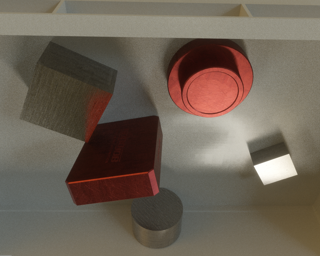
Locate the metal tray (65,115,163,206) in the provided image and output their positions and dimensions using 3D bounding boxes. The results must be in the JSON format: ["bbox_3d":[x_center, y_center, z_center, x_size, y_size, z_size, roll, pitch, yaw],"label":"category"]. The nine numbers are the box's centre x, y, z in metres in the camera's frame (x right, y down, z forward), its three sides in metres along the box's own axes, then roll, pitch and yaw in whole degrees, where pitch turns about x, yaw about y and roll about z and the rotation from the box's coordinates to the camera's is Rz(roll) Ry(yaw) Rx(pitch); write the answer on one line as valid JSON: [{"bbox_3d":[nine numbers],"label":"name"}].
[{"bbox_3d":[-0.046,0.032,0.364,0.090,0.130,0.030,-9,116,7],"label":"metal tray"}]

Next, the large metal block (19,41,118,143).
[{"bbox_3d":[-0.104,-0.039,0.358,0.080,0.050,0.080,22,127,-18],"label":"large metal block"}]

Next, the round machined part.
[{"bbox_3d":[0.058,-0.051,0.356,0.099,0.042,0.097,-1,130,0],"label":"round machined part"}]

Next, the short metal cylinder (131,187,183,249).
[{"bbox_3d":[-0.005,0.142,0.494,0.081,0.080,0.050,0,130,-1],"label":"short metal cylinder"}]

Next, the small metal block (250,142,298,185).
[{"bbox_3d":[0.168,0.053,0.457,0.050,0.025,0.050,-23,127,18],"label":"small metal block"}]
